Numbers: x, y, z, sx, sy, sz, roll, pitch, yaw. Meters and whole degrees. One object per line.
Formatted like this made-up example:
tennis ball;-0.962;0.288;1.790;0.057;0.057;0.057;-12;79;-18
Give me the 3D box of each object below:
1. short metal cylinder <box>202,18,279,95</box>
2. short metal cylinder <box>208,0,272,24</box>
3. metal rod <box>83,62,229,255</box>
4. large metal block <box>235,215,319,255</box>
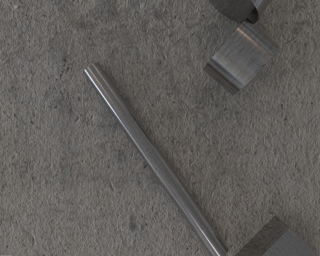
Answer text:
short metal cylinder;0.098;-0.087;0.383;0.050;0.080;0.080;41;90;0
short metal cylinder;0.101;-0.175;0.383;0.080;0.080;0.050;35;90;0
metal rod;-0.005;0.044;0.409;0.025;0.025;0.299;-35;90;0
large metal block;0.158;0.176;0.399;0.080;0.050;0.080;44;90;0
